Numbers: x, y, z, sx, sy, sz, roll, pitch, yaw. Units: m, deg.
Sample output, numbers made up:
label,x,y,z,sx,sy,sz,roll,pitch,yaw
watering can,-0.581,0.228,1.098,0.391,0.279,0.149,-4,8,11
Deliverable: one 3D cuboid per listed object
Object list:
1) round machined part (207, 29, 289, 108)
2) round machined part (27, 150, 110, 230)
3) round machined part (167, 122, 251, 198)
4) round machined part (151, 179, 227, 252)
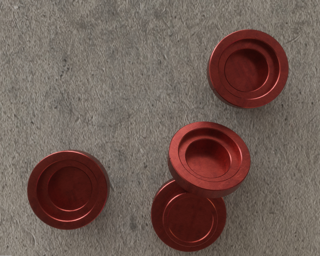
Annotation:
label,x,y,z,sx,sy,sz,roll,pitch,yaw
round machined part,0.110,-0.073,0.402,0.099,0.042,0.097,0,90,0
round machined part,-0.114,0.077,0.401,0.099,0.042,0.097,0,90,0
round machined part,0.058,0.043,0.386,0.099,0.042,0.098,3,53,-4
round machined part,0.038,0.113,0.402,0.099,0.042,0.097,0,90,0
